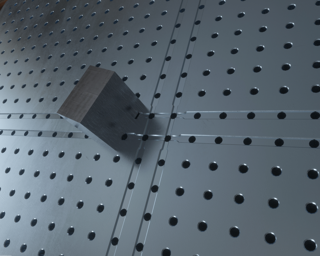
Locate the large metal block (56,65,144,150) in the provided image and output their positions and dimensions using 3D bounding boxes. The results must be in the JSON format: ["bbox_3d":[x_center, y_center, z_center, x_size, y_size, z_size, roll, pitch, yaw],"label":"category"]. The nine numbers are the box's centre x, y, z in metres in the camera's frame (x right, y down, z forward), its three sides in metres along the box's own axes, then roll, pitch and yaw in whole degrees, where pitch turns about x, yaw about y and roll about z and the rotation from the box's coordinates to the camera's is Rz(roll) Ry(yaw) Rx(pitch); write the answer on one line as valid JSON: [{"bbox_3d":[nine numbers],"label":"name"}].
[{"bbox_3d":[-0.080,-0.028,0.433,0.050,0.080,0.080,20,72,36],"label":"large metal block"}]
